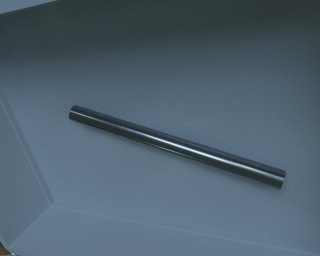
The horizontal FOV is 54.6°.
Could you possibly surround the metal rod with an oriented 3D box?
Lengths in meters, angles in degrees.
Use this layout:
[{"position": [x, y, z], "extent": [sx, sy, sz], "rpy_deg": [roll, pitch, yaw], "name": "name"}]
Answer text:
[{"position": [0.009, 0.020, 0.415], "extent": [0.301, 0.025, 0.025], "rpy_deg": [17, 125, 18], "name": "metal rod"}]
